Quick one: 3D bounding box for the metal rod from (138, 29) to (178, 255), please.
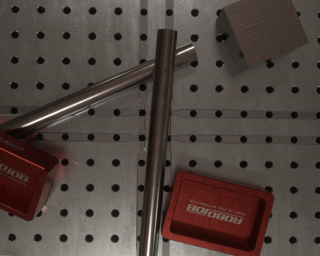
[{"bbox_3d":[-0.004,0.028,0.398,0.025,0.025,0.298,5,96,-1],"label":"metal rod"}]

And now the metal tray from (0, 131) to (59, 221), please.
[{"bbox_3d":[-0.204,0.052,0.390,0.131,0.030,0.089,25,115,-1],"label":"metal tray"}]

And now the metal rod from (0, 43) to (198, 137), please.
[{"bbox_3d":[-0.093,-0.043,0.412,0.301,0.025,0.025,-23,90,-1],"label":"metal rod"}]

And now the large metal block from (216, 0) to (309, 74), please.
[{"bbox_3d":[0.130,-0.126,0.403,0.080,0.050,0.080,-23,90,-1],"label":"large metal block"}]

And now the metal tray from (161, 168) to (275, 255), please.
[{"bbox_3d":[0.074,0.112,0.411,0.131,0.030,0.089,14,90,-1],"label":"metal tray"}]
